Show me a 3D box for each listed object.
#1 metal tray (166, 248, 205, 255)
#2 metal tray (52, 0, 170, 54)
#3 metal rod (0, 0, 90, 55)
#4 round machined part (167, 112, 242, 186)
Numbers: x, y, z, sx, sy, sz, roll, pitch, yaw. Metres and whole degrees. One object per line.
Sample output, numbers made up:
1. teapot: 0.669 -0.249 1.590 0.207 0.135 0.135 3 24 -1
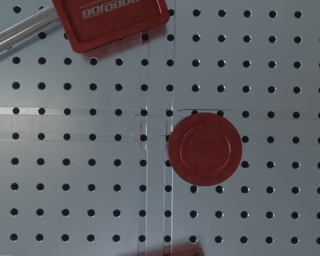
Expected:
1. metal tray: 0.005 0.222 0.411 0.131 0.030 0.089 -14 90 0
2. metal tray: -0.063 -0.159 0.393 0.131 0.030 0.090 -21 109 -3
3. metal rod: -0.106 -0.171 0.412 0.301 0.025 0.025 -29 90 0
4. round machined part: 0.059 0.028 0.405 0.099 0.042 0.097 0 90 0
